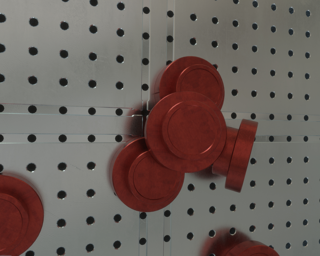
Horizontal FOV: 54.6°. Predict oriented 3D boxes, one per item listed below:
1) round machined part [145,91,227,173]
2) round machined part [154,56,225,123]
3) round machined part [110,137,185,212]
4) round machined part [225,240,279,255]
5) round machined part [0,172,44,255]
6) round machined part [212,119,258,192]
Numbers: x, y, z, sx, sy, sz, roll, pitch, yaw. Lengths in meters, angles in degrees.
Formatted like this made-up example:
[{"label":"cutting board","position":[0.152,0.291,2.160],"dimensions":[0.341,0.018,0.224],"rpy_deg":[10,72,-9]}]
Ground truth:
[{"label":"round machined part","position":[0.033,0.004,0.366],"dimensions":[0.099,0.042,0.098],"rpy_deg":[1,85,-10]},{"label":"round machined part","position":[0.045,-0.049,0.420],"dimensions":[0.099,0.042,0.097],"rpy_deg":[0,90,-20]},{"label":"round machined part","position":[-0.012,0.060,0.399],"dimensions":[0.099,0.042,0.097],"rpy_deg":[0,90,-20]},{"label":"round machined part","position":[0.128,0.212,0.451],"dimensions":[0.099,0.042,0.097],"rpy_deg":[0,90,-20]},{"label":"round machined part","position":[-0.179,0.100,0.338],"dimensions":[0.099,0.042,0.097],"rpy_deg":[0,90,-20]},{"label":"round machined part","position":[0.100,0.034,0.421],"dimensions":[0.042,0.098,0.098],"rpy_deg":[14,84,16]}]
